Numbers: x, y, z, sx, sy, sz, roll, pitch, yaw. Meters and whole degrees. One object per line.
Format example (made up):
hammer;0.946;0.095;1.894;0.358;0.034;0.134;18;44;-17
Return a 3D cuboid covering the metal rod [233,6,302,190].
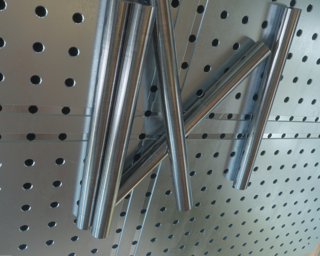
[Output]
metal rod;0.158;-0.028;0.479;0.025;0.025;0.298;-8;122;-25

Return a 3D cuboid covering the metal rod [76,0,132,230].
metal rod;-0.073;0.003;0.372;0.025;0.025;0.298;-1;119;-28

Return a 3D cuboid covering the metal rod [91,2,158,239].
metal rod;-0.048;0.011;0.366;0.025;0.025;0.298;0;117;-29

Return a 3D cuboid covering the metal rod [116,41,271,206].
metal rod;0.034;-0.003;0.426;0.300;0.025;0.025;-45;129;3

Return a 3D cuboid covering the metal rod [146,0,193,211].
metal rod;0.015;-0.020;0.382;0.025;0.025;0.298;-18;118;-18
